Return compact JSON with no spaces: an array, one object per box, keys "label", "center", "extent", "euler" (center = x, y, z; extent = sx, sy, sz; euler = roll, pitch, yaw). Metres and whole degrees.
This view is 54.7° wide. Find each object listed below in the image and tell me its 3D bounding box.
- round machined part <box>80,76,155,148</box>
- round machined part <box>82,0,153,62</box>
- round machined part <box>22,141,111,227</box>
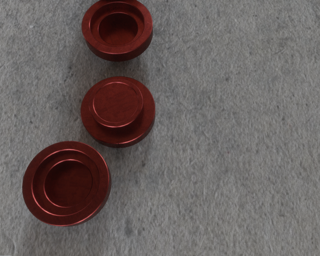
[{"label":"round machined part","center":[-0.055,-0.026,0.408],"extent":[0.099,0.042,0.098],"euler":[0,70,-1]},{"label":"round machined part","center":[-0.059,-0.138,0.449],"extent":[0.099,0.042,0.098],"euler":[0,70,-1]},{"label":"round machined part","center":[-0.108,0.068,0.373],"extent":[0.099,0.042,0.098],"euler":[0,70,-1]}]
